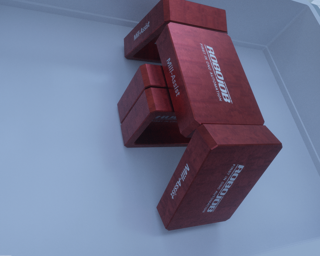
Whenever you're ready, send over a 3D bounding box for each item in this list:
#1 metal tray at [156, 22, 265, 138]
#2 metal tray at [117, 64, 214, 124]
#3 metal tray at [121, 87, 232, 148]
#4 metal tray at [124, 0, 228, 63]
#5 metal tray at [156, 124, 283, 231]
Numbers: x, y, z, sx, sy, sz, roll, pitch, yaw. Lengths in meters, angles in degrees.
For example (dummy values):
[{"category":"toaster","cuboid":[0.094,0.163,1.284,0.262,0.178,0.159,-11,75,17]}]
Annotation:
[{"category":"metal tray","cuboid":[0.054,-0.053,0.346,0.091,0.030,0.130,1,61,-28]},{"category":"metal tray","cuboid":[0.022,-0.036,0.396,0.131,0.090,0.030,1,62,-28]},{"category":"metal tray","cuboid":[0.028,-0.009,0.383,0.131,0.090,0.030,1,62,-28]},{"category":"metal tray","cuboid":[0.016,-0.124,0.420,0.091,0.130,0.030,1,82,-28]},{"category":"metal tray","cuboid":[0.060,0.055,0.333,0.091,0.129,0.030,1,40,-29]}]
